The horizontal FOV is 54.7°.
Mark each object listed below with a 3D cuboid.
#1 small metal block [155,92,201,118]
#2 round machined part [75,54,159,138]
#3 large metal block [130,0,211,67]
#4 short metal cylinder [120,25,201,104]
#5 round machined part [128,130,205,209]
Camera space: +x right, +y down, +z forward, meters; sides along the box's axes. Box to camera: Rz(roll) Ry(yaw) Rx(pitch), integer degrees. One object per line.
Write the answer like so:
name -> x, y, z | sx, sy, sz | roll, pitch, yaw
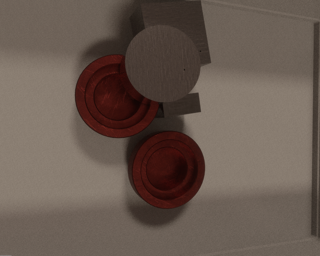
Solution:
small metal block -> 0.018, -0.029, 0.405 | 0.050, 0.050, 0.025 | -10, 94, -21
round machined part -> -0.052, -0.037, 0.379 | 0.099, 0.042, 0.097 | 0, 90, -14
large metal block -> 0.013, -0.115, 0.403 | 0.081, 0.050, 0.079 | -12, 94, -20
short metal cylinder -> -0.002, -0.067, 0.344 | 0.081, 0.050, 0.079 | 0, 91, -14
round machined part -> 0.006, 0.052, 0.405 | 0.099, 0.042, 0.097 | 0, 90, -21
